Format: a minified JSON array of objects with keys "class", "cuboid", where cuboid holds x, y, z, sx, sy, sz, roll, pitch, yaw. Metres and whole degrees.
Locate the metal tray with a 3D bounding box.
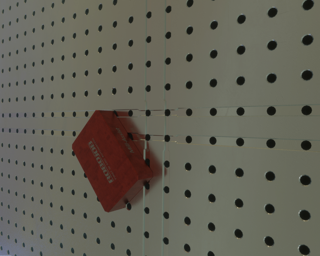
[{"class":"metal tray","cuboid":[-0.077,0.048,0.467,0.090,0.030,0.130,-50,61,28]}]
